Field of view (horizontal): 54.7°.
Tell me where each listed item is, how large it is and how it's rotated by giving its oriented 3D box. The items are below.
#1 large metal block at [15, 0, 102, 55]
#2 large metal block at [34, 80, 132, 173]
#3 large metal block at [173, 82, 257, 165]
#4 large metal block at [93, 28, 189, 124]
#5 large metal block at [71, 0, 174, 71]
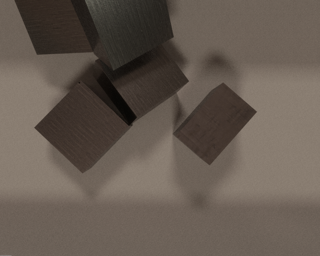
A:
[{"bbox_3d":[-0.114,-0.136,0.368,0.080,0.050,0.080,2,127,17],"label":"large metal block"},{"bbox_3d":[-0.094,-0.002,0.398,0.080,0.050,0.080,44,90,-1],"label":"large metal block"},{"bbox_3d":[0.063,-0.005,0.385,0.050,0.080,0.080,41,90,-1],"label":"large metal block"},{"bbox_3d":[-0.025,-0.062,0.387,0.080,0.050,0.080,-36,91,-19],"label":"large metal block"},{"bbox_3d":[-0.039,-0.122,0.328,0.080,0.080,0.050,-33,46,-15],"label":"large metal block"}]
